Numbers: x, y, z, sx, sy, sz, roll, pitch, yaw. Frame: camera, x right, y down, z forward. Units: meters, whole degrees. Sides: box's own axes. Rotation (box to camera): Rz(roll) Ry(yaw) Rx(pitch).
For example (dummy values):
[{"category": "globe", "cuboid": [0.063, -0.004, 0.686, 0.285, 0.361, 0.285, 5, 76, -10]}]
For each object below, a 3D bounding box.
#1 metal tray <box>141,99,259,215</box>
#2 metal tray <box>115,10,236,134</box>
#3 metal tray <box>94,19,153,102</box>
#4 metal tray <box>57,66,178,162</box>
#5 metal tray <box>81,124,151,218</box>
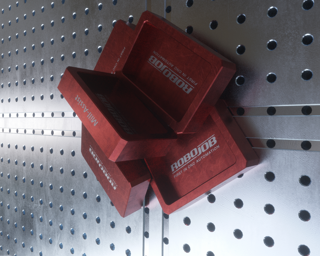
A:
[{"category": "metal tray", "cuboid": [0.039, 0.035, 0.371, 0.129, 0.030, 0.090, -41, 66, 32]}, {"category": "metal tray", "cuboid": [0.011, -0.065, 0.356, 0.130, 0.030, 0.089, 44, 116, 31]}, {"category": "metal tray", "cuboid": [-0.053, -0.076, 0.447, 0.090, 0.030, 0.129, 46, 117, 30]}, {"category": "metal tray", "cuboid": [-0.050, -0.019, 0.366, 0.130, 0.091, 0.030, 48, 119, 29]}, {"category": "metal tray", "cuboid": [-0.068, 0.049, 0.435, 0.130, 0.030, 0.089, 50, 145, 28]}]
